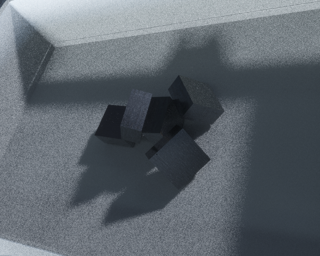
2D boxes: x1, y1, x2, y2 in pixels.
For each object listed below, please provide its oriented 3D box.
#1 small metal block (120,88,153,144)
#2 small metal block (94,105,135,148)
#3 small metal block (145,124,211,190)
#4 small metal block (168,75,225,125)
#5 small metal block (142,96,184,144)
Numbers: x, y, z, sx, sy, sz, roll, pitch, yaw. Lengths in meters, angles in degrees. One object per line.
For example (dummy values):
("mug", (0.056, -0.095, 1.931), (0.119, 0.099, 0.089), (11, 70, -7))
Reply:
("small metal block", (-0.030, -0.013, 0.387), (0.025, 0.050, 0.050), (15, 69, 0))
("small metal block", (-0.055, -0.003, 0.432), (0.050, 0.025, 0.050), (7, 65, 31))
("small metal block", (0.020, 0.033, 0.353), (0.050, 0.050, 0.025), (-43, 16, -3))
("small metal block", (0.044, -0.034, 0.381), (0.025, 0.050, 0.050), (-52, 44, 34))
("small metal block", (0.006, -0.004, 0.387), (0.025, 0.050, 0.050), (1, 62, 28))
